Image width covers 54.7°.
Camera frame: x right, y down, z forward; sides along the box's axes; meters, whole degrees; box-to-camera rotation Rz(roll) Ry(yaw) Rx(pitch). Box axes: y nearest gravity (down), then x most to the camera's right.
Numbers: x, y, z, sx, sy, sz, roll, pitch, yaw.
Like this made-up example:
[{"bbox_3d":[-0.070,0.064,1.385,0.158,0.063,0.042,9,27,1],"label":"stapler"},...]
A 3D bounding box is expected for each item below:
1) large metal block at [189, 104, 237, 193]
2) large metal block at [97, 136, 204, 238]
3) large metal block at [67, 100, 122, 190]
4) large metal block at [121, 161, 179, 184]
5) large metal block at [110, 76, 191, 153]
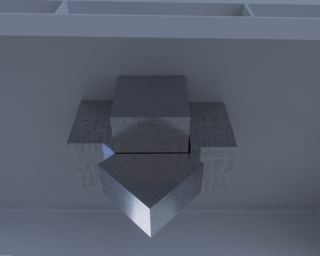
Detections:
[{"bbox_3d":[0.058,0.025,0.390,0.050,0.080,0.079,0,130,-1],"label":"large metal block"},{"bbox_3d":[-0.009,0.057,0.346,0.081,0.080,0.050,-33,140,-33],"label":"large metal block"},{"bbox_3d":[-0.075,0.021,0.389,0.050,0.080,0.079,0,130,0],"label":"large metal block"},{"bbox_3d":[-0.009,0.059,0.421,0.081,0.080,0.050,0,130,0],"label":"large metal block"},{"bbox_3d":[-0.010,-0.018,0.356,0.081,0.080,0.050,0,130,0],"label":"large metal block"}]
